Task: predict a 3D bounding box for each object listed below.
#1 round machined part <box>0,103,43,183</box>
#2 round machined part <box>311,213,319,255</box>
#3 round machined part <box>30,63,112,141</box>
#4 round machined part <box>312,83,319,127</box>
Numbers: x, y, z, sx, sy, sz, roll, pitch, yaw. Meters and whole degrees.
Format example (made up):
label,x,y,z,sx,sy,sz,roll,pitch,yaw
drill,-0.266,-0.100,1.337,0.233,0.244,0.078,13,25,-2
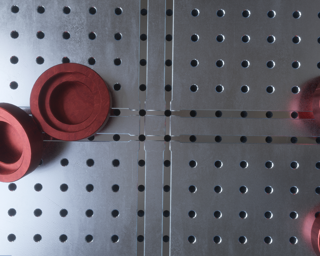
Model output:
label,x,y,z,sx,sy,sz,roll,pitch,yaw
round machined part,-0.190,0.016,0.391,0.098,0.042,0.097,4,106,16
round machined part,0.258,0.149,0.409,0.099,0.042,0.097,0,90,-1
round machined part,-0.111,-0.032,0.403,0.099,0.042,0.097,0,89,-2
round machined part,0.249,-0.030,0.408,0.099,0.042,0.097,0,90,-1
